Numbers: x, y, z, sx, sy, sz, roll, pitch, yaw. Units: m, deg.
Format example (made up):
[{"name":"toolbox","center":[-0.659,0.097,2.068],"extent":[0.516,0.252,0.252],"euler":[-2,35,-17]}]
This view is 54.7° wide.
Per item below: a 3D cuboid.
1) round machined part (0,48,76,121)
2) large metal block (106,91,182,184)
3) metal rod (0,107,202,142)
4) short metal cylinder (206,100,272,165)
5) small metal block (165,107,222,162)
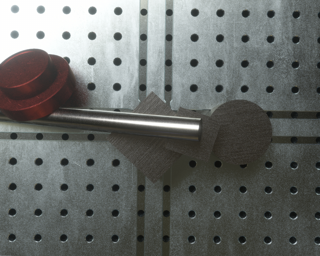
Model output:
[{"name":"round machined part","center":[-0.157,-0.059,0.376],"extent":[0.098,0.042,0.098],"euler":[-6,51,8]},{"name":"large metal block","center":[-0.008,0.011,0.399],"extent":[0.080,0.050,0.080],"euler":[44,90,-1]},{"name":"metal rod","center":[-0.101,-0.011,0.368],"extent":[0.301,0.025,0.025],"euler":[5,90,16]},{"name":"short metal cylinder","center":[0.097,0.005,0.402],"extent":[0.081,0.050,0.079],"euler":[0,90,-1]},{"name":"small metal block","center":[0.038,0.007,0.362],"extent":[0.050,0.025,0.050],"euler":[19,90,-1]}]
